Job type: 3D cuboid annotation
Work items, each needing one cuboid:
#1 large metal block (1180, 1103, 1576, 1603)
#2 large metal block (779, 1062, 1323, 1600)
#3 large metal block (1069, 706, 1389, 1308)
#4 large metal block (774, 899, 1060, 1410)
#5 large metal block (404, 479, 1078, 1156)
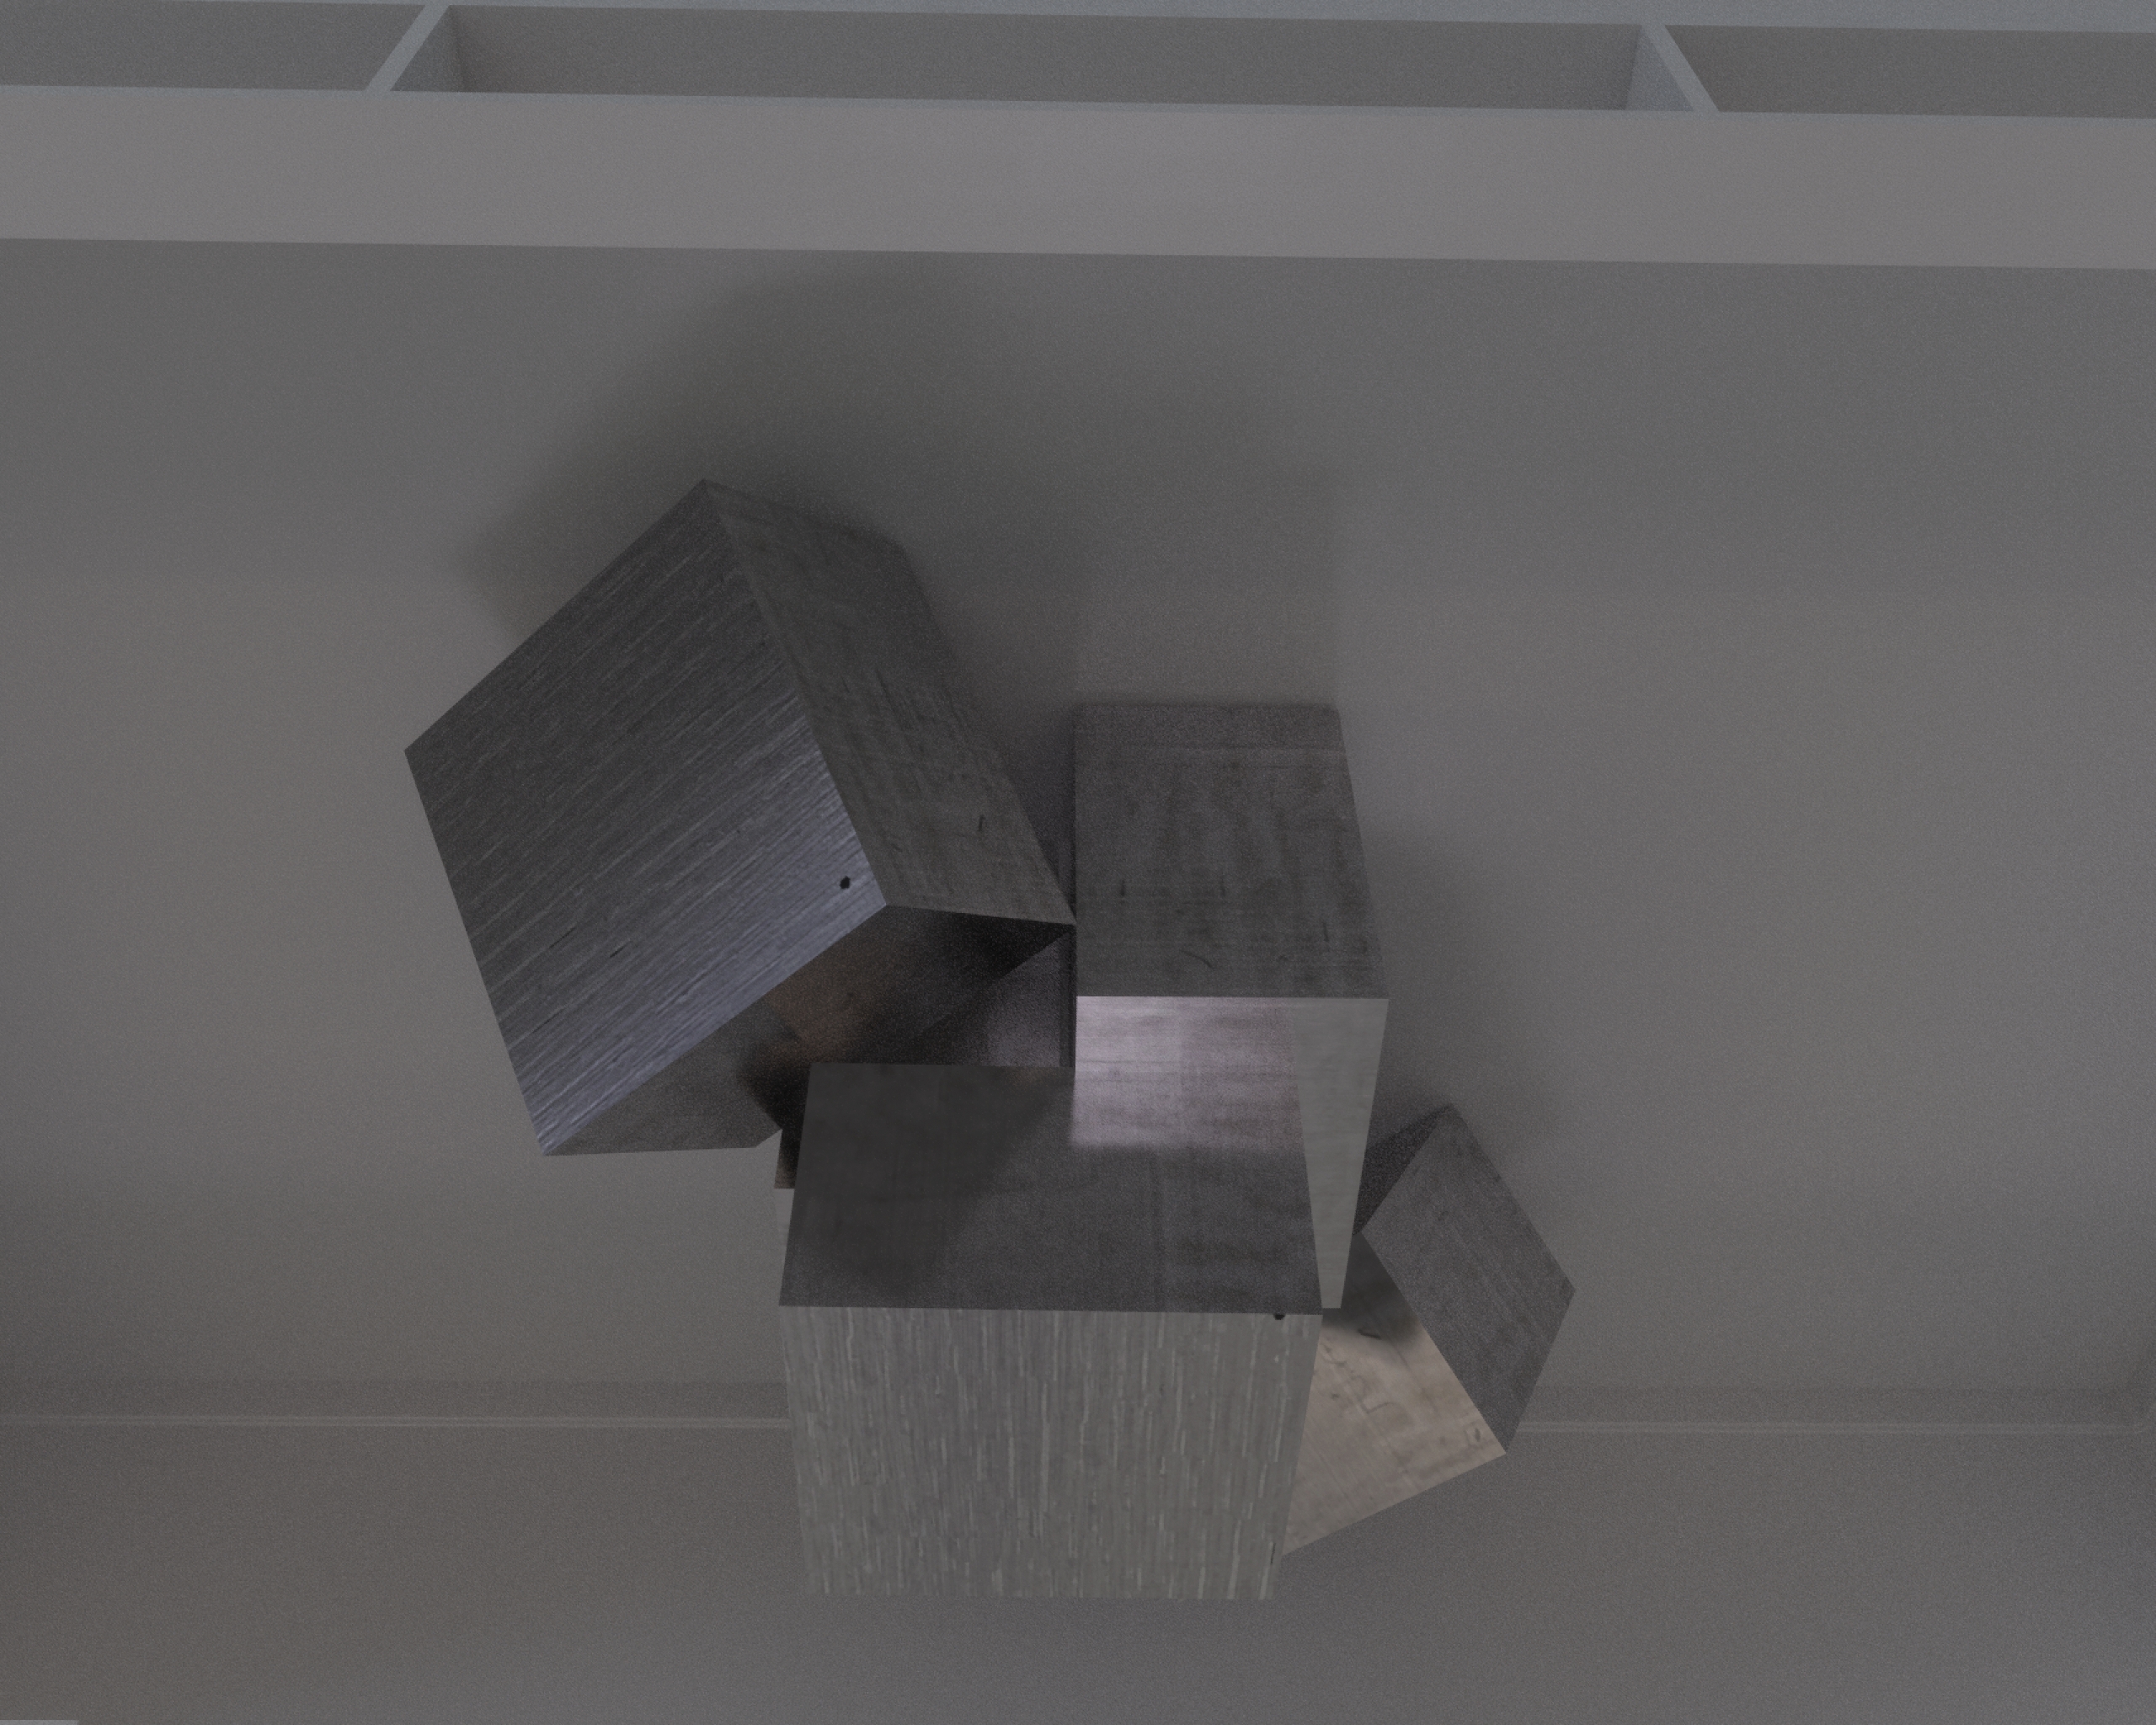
[{"bbox_3d":[0.053,0.103,0.449,0.080,0.080,0.050,-34,87,25],"label":"large metal block"},{"bbox_3d":[-0.005,0.080,0.353,0.081,0.050,0.079,1,130,-1],"label":"large metal block"},{"bbox_3d":[0.024,0.027,0.392,0.050,0.080,0.079,1,130,-1],"label":"large metal block"},{"bbox_3d":[-0.029,0.063,0.424,0.050,0.080,0.079,1,130,-1],"label":"large metal block"},{"bbox_3d":[-0.059,-0.005,0.357,0.080,0.080,0.050,-35,157,26],"label":"large metal block"}]
